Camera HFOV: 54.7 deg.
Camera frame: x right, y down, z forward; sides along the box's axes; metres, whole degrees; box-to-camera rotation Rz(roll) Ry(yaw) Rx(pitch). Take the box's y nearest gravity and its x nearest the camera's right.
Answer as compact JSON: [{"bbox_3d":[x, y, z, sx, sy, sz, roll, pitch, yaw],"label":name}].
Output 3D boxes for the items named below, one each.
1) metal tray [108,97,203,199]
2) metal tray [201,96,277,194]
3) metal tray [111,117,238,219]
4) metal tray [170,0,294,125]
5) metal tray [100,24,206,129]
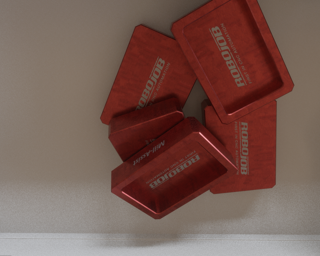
[{"bbox_3d":[0.001,0.032,0.399,0.090,0.030,0.130,-19,128,7],"label":"metal tray"},{"bbox_3d":[0.107,0.022,0.419,0.091,0.030,0.129,-7,110,2],"label":"metal tray"},{"bbox_3d":[0.016,0.054,0.379,0.130,0.030,0.090,-36,124,19],"label":"metal tray"},{"bbox_3d":[0.081,-0.080,0.347,0.090,0.030,0.130,-29,108,9],"label":"metal tray"},{"bbox_3d":[-0.010,-0.052,0.389,0.090,0.030,0.129,22,108,-8],"label":"metal tray"}]
